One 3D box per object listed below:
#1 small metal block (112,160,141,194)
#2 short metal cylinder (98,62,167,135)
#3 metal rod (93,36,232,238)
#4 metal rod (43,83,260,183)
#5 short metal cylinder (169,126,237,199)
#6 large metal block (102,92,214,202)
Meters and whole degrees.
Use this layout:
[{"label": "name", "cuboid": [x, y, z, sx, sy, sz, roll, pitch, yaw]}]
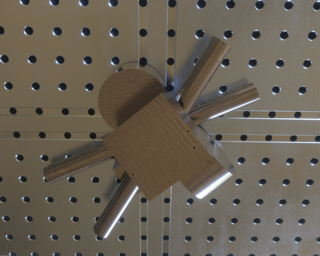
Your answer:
[{"label": "small metal block", "cuboid": [-0.030, 0.060, 0.431, 0.050, 0.025, 0.050, -27, 108, 9]}, {"label": "short metal cylinder", "cuboid": [-0.032, -0.037, 0.382, 0.081, 0.050, 0.079, 0, 110, 0]}, {"label": "metal rod", "cuboid": [-0.006, 0.023, 0.392, 0.025, 0.025, 0.298, 29, 107, -10]}, {"label": "metal rod", "cuboid": [-0.017, 0.010, 0.413, 0.301, 0.025, 0.025, -22, 109, 7]}, {"label": "short metal cylinder", "cuboid": [0.052, 0.043, 0.397, 0.050, 0.080, 0.080, -41, 105, 14]}, {"label": "large metal block", "cuboid": [0.000, 0.018, 0.335, 0.080, 0.050, 0.080, -38, 89, 13]}]
